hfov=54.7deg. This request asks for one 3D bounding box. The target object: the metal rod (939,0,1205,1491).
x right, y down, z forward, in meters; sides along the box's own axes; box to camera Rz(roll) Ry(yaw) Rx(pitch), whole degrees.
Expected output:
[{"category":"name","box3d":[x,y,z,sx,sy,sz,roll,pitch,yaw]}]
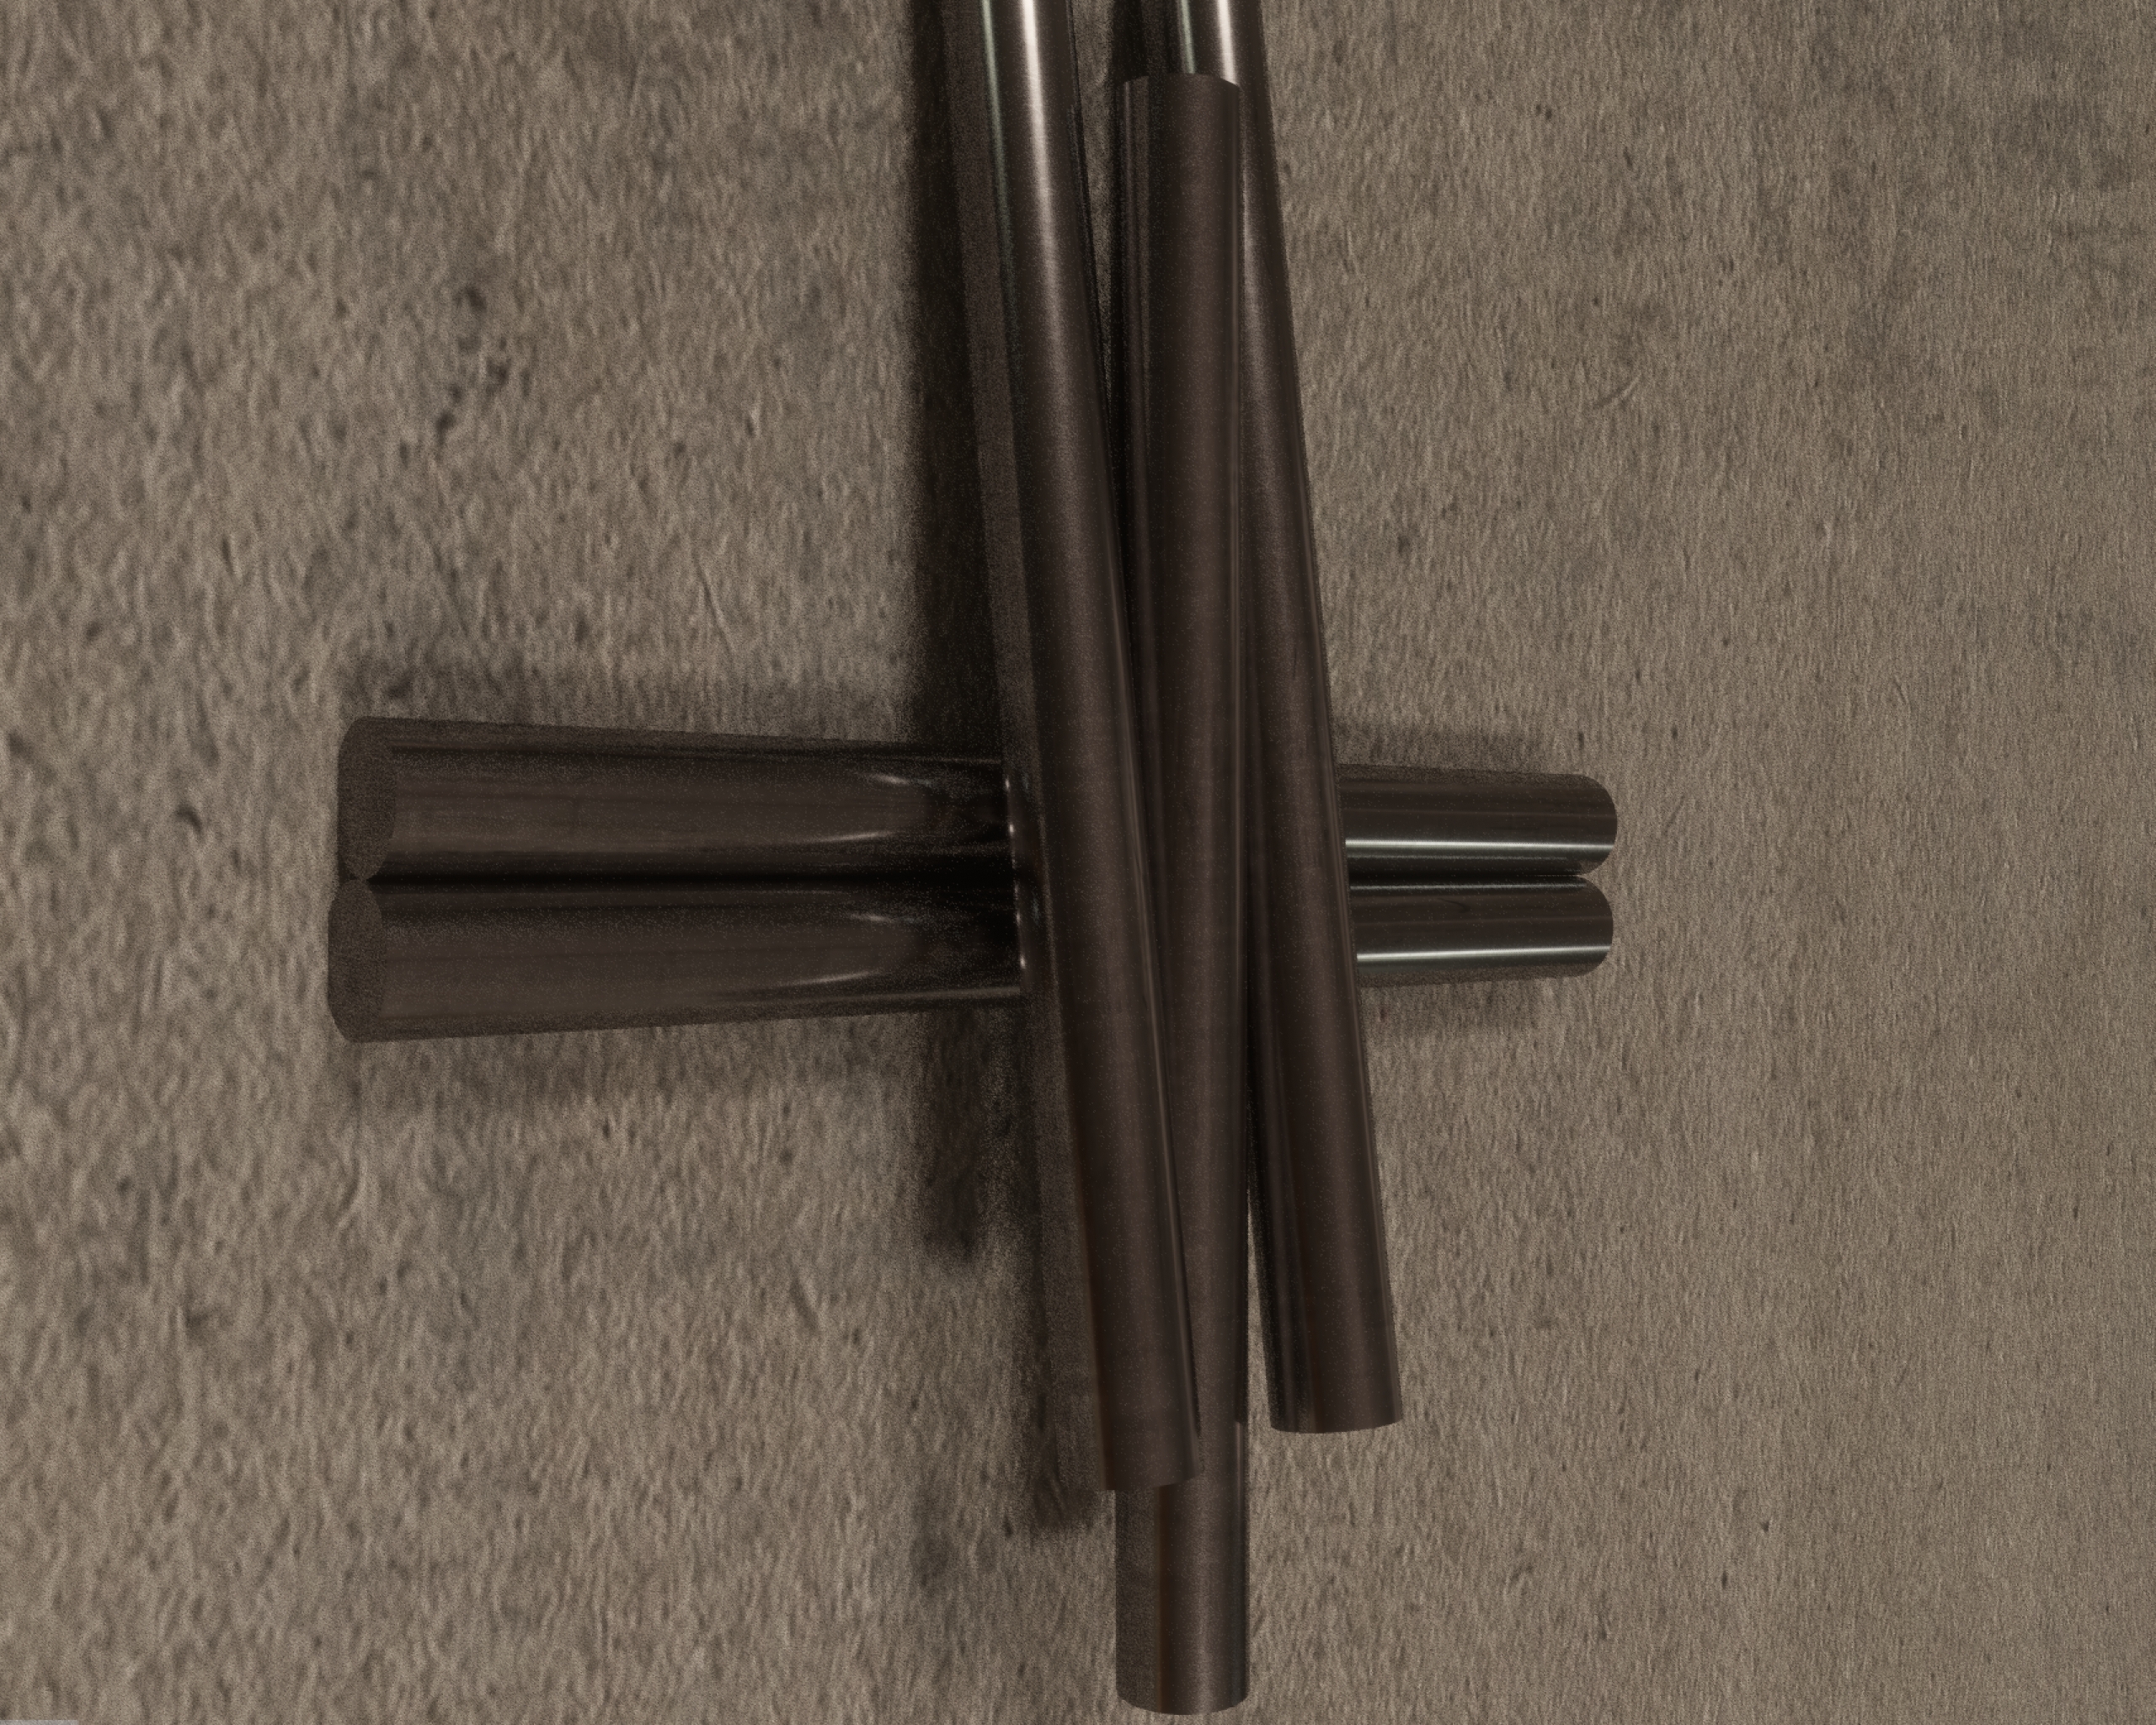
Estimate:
[{"category":"metal rod","box3d":[-0.003,-0.041,0.378,0.025,0.025,0.298,0,82,-40]}]

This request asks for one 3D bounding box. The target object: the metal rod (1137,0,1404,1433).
[{"category":"metal rod","box3d":[0.036,-0.042,0.411,0.025,0.025,0.298,0,82,-40]}]

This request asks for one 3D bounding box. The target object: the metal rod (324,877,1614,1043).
[{"category":"metal rod","box3d":[0.006,0.015,0.414,0.302,0.025,0.025,0,90,-40]}]

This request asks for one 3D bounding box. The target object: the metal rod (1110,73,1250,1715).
[{"category":"metal rod","box3d":[0.019,0.006,0.391,0.025,0.025,0.298,0,90,-40]}]

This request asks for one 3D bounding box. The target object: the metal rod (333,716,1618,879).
[{"category":"metal rod","box3d":[0.007,-0.010,0.415,0.302,0.025,0.025,0,90,-40]}]
